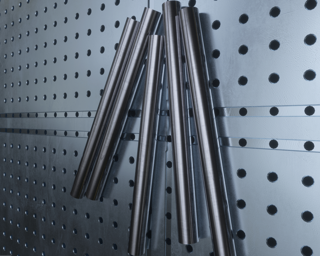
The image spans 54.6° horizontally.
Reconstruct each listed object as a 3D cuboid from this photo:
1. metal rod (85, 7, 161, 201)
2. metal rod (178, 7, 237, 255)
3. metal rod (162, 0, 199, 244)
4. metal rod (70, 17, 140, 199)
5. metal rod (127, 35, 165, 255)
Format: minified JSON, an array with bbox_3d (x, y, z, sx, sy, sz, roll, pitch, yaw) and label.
[{"bbox_3d":[-0.058,-0.024,0.459,0.025,0.025,0.298,32,110,35],"label":"metal rod"},{"bbox_3d":[0.055,0.004,0.365,0.025,0.025,0.299,-13,82,39],"label":"metal rod"},{"bbox_3d":[0.025,-0.010,0.390,0.025,0.025,0.299,-7,86,40],"label":"metal rod"},{"bbox_3d":[-0.087,-0.020,0.482,0.025,0.025,0.298,34,111,35],"label":"metal rod"},{"bbox_3d":[-0.018,0.027,0.425,0.025,0.025,0.298,10,97,39],"label":"metal rod"}]
